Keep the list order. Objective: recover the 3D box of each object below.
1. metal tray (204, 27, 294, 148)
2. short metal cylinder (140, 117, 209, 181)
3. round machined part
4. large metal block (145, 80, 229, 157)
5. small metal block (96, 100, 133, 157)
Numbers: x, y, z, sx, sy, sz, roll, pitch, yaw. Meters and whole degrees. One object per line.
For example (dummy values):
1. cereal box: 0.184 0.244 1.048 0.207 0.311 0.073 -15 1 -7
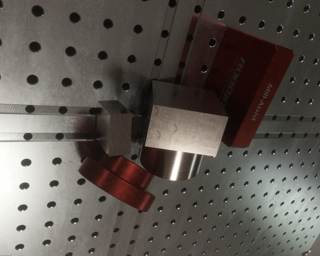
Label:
1. metal tray: 0.099 -0.051 0.393 0.030 0.090 0.129 6 116 -32
2. short metal cylinder: 0.017 0.024 0.401 0.081 0.080 0.050 -3 120 -28
3. round machined part: -0.046 0.059 0.380 0.098 0.098 0.042 39 78 -39
4. large metal block: 0.027 -0.014 0.367 0.081 0.080 0.050 9 116 -7
5. small metal block: -0.055 -0.001 0.362 0.025 0.050 0.050 -5 113 -26
